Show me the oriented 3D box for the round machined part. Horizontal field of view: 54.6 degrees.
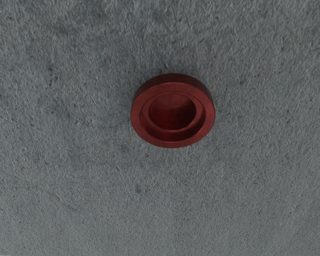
[{"bbox_3d":[0.015,-0.024,0.375,0.099,0.042,0.097,0,130,0],"label":"round machined part"}]
